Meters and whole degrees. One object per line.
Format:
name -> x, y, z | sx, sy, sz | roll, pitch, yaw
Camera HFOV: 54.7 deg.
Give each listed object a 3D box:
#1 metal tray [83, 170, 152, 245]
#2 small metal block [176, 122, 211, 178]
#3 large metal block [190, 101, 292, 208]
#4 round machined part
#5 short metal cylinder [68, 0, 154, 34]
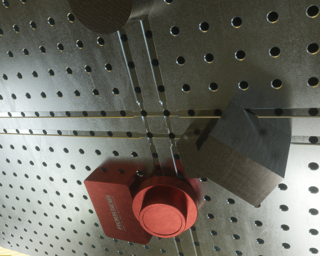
metal tray -> -0.067, 0.135, 0.527 | 0.090, 0.030, 0.129 | 0, 119, 28
small metal block -> 0.048, 0.027, 0.387 | 0.025, 0.050, 0.050 | -5, 116, 31
large metal block -> 0.091, 0.026, 0.343 | 0.080, 0.080, 0.050 | 31, 128, 8
round machined part -> 0.006, 0.123, 0.457 | 0.098, 0.042, 0.097 | 4, 119, 8
short metal cylinder -> -0.052, -0.147, 0.332 | 0.080, 0.050, 0.079 | 13, 124, 21
